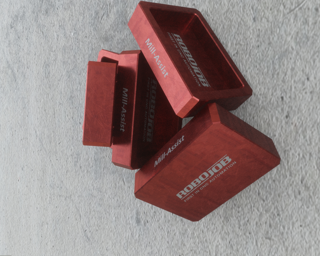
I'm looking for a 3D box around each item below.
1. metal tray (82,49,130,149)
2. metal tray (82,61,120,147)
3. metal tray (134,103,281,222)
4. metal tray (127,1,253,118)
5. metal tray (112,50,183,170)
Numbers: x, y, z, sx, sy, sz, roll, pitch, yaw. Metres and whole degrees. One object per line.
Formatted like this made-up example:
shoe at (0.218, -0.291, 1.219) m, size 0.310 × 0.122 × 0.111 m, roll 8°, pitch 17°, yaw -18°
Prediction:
metal tray at (-0.063, -0.041, 0.453) m, size 0.090 × 0.030 × 0.129 m, roll 25°, pitch 106°, yaw 36°
metal tray at (-0.070, -0.030, 0.388) m, size 0.130 × 0.030 × 0.089 m, roll -140°, pitch 54°, yaw -83°
metal tray at (0.045, 0.043, 0.325) m, size 0.129 × 0.090 × 0.030 m, roll -46°, pitch 28°, yaw 30°
metal tray at (0.032, -0.076, 0.333) m, size 0.030 × 0.091 × 0.130 m, roll -49°, pitch 60°, yaw 45°
metal tray at (-0.010, -0.021, 0.371) m, size 0.030 × 0.091 × 0.129 m, roll 8°, pitch 96°, yaw 39°
